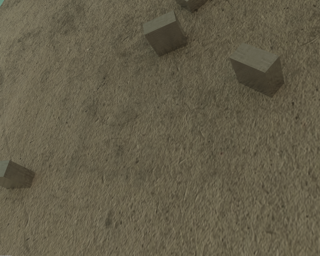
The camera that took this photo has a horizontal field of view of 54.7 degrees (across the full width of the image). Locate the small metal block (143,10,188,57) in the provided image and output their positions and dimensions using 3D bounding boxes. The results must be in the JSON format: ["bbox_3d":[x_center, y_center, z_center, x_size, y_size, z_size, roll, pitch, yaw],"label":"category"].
[{"bbox_3d":[0.009,-0.142,0.470,0.050,0.050,0.025,-19,54,17],"label":"small metal block"}]

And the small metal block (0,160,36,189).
[{"bbox_3d":[-0.227,0.071,0.464,0.050,0.050,0.025,-6,59,25],"label":"small metal block"}]

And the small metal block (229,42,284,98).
[{"bbox_3d":[0.116,-0.069,0.369,0.025,0.050,0.050,-49,51,-6],"label":"small metal block"}]

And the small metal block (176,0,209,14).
[{"bbox_3d":[0.055,-0.224,0.513,0.050,0.025,0.050,-40,51,1],"label":"small metal block"}]
